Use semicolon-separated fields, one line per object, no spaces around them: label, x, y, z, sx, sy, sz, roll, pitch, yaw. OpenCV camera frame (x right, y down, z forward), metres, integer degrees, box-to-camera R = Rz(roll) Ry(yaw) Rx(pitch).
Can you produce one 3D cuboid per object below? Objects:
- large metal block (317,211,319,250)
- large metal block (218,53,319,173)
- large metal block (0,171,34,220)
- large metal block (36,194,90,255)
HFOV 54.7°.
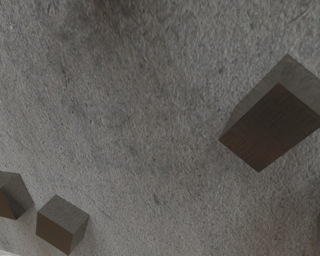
large metal block;0.223;0.099;0.334;0.080;0.050;0.079;11;123;21
large metal block;0.111;-0.016;0.303;0.050;0.080;0.080;40;129;1
large metal block;-0.322;0.138;0.642;0.080;0.050;0.079;1;119;27
large metal block;-0.191;0.190;0.606;0.080;0.050;0.079;28;128;10
